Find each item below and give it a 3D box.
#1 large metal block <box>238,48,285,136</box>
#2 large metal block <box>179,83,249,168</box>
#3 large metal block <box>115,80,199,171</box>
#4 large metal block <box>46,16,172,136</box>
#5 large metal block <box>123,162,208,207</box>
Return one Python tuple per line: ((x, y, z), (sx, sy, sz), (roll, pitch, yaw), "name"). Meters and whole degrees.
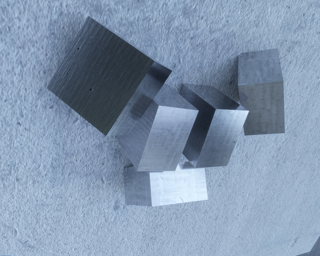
((0.134, -0.048, 0.411), (0.050, 0.080, 0.080), (-5, 129, 18), "large metal block")
((0.058, -0.005, 0.403), (0.050, 0.080, 0.079), (1, 118, -29), "large metal block")
((-0.009, -0.005, 0.367), (0.050, 0.080, 0.079), (5, 116, -31), "large metal block")
((-0.049, -0.048, 0.306), (0.080, 0.080, 0.050), (-56, 164, 11), "large metal block")
((0.005, 0.074, 0.415), (0.081, 0.080, 0.050), (1, 79, -29), "large metal block")
